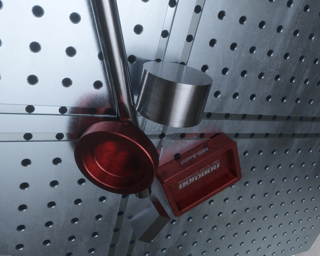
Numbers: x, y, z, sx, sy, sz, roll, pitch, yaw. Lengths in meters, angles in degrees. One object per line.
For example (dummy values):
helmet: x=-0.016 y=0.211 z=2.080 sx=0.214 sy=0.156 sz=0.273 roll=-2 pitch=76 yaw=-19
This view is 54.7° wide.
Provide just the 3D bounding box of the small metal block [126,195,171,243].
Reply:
small metal block: x=-0.019 y=0.136 z=0.471 sx=0.025 sy=0.050 sz=0.050 roll=33 pitch=99 yaw=-39

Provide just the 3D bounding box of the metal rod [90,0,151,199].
metal rod: x=-0.042 y=-0.026 z=0.373 sx=0.025 sy=0.025 sz=0.298 roll=-20 pitch=126 yaw=-17

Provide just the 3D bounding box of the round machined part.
round machined part: x=-0.049 y=0.031 z=0.374 sx=0.098 sy=0.042 sz=0.097 roll=8 pitch=127 yaw=11

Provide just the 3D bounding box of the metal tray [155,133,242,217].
metal tray: x=0.064 y=0.075 z=0.491 sx=0.131 sy=0.030 sz=0.090 roll=-28 pitch=128 yaw=-11

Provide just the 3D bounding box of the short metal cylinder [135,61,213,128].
short metal cylinder: x=0.015 y=-0.041 z=0.360 sx=0.081 sy=0.080 sz=0.050 roll=-2 pitch=119 yaw=-28
